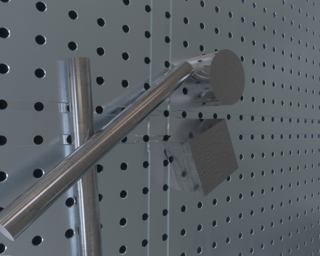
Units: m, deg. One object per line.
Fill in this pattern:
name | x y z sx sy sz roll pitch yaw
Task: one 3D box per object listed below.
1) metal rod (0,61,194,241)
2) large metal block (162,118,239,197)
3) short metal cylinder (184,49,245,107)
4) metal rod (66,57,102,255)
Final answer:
metal rod | -0.045 -0.001 0.344 0.301 0.025 0.025 -45 118 -40
large metal block | 0.060 0.039 0.444 0.081 0.050 0.080 -30 109 -36
short metal cylinder | 0.082 -0.073 0.462 0.081 0.050 0.079 0 90 -40
metal rod | -0.081 0.074 0.342 0.025 0.025 0.298 -5 94 -40
